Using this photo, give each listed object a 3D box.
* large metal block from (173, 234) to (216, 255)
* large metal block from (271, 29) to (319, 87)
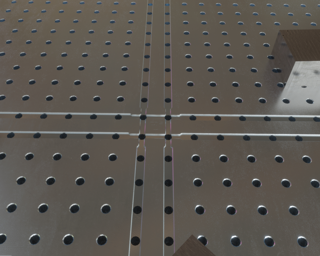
[{"bbox_3d":[0.029,0.155,0.262,0.080,0.050,0.080,37,59,26],"label":"large metal block"},{"bbox_3d":[0.232,-0.111,0.488,0.081,0.050,0.080,-2,50,-2],"label":"large metal block"}]
